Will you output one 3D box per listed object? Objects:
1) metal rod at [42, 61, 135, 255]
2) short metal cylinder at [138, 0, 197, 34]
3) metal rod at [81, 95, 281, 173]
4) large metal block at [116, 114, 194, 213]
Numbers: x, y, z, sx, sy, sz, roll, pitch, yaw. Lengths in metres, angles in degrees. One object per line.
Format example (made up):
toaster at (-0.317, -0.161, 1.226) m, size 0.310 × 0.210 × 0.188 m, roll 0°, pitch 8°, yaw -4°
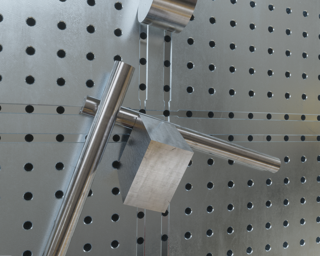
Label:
metal rod at (-0.093, 0.066, 0.362) m, size 0.025 × 0.025 × 0.299 m, roll 21°, pitch 89°, yaw -19°
short metal cylinder at (0.009, -0.165, 0.387) m, size 0.050 × 0.080 × 0.080 m, roll 11°, pitch 87°, yaw -20°
metal rod at (0.043, 0.014, 0.429) m, size 0.302 × 0.025 × 0.025 m, roll 18°, pitch 84°, yaw -20°
large metal block at (-0.010, 0.039, 0.368) m, size 0.050 × 0.080 × 0.079 m, roll 18°, pitch 106°, yaw -20°
